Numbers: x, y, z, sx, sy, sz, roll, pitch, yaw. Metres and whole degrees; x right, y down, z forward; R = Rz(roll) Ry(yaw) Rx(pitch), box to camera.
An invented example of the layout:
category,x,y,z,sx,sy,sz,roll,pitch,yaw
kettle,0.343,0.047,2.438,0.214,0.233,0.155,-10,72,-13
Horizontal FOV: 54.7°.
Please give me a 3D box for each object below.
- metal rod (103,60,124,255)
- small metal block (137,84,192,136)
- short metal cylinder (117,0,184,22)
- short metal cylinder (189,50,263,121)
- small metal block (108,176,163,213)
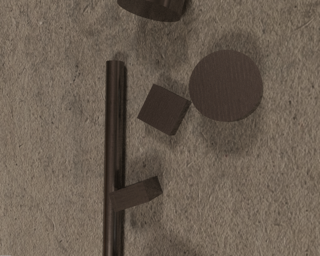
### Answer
category,x,y,z,sx,sy,sz,roll,pitch,yaw
metal rod,-0.065,0.058,0.430,0.025,0.025,0.298,1,90,19
small metal block,0.006,-0.024,0.406,0.050,0.025,0.050,29,99,17
short metal cylinder,-0.008,-0.169,0.382,0.080,0.080,0.050,16,95,19
short metal cylinder,0.080,-0.047,0.367,0.080,0.050,0.079,0,90,19
small metal block,-0.030,0.086,0.405,0.050,0.050,0.025,-22,83,18
